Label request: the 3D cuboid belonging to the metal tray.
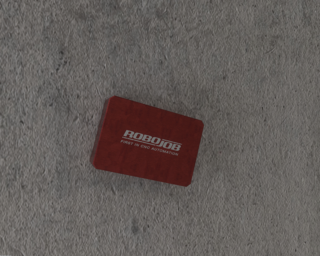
[{"bbox_3d":[-0.015,0.019,0.401,0.131,0.030,0.090,15,85,-20],"label":"metal tray"}]
